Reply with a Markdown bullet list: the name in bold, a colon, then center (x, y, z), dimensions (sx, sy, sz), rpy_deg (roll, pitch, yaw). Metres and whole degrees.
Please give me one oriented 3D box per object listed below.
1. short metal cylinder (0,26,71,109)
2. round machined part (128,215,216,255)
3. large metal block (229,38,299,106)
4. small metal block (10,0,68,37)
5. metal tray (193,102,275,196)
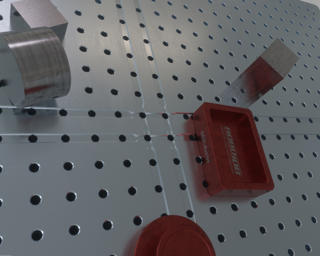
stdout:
- **short metal cylinder**: center (-0.140, -0.066, 0.338), dimensions (0.050, 0.080, 0.080), rpy_deg (-24, 75, -36)
- **round machined part**: center (0.019, 0.140, 0.323), dimensions (0.099, 0.042, 0.098), rpy_deg (14, 56, -21)
- **large metal block**: center (0.176, -0.095, 0.526), dimensions (0.050, 0.080, 0.080), rpy_deg (45, 51, 3)
- **small metal block**: center (-0.160, -0.143, 0.410), dimensions (0.050, 0.025, 0.050), rpy_deg (-34, 81, -38)
- **metal tray**: center (0.102, 0.030, 0.442), dimensions (0.091, 0.030, 0.130), rpy_deg (6, 59, -25)
